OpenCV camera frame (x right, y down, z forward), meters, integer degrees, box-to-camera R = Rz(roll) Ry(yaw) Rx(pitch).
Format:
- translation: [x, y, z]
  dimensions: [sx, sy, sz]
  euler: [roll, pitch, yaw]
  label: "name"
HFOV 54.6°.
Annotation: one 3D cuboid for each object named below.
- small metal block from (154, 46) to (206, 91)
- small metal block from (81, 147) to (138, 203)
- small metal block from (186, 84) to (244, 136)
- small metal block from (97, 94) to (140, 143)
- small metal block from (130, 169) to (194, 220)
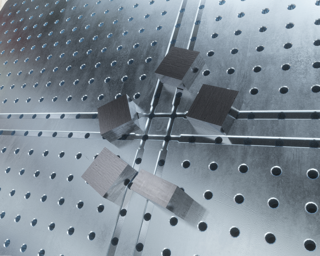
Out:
- translation: [0.029, -0.087, 0.447]
  dimensions: [0.050, 0.025, 0.050]
  euler: [23, 74, 36]
  label: "small metal block"
- translation: [-0.067, 0.061, 0.407]
  dimensions: [0.050, 0.025, 0.050]
  euler: [30, 78, 38]
  label: "small metal block"
- translation: [0.068, -0.024, 0.387]
  dimensions: [0.050, 0.025, 0.050]
  euler: [18, 71, 35]
  label: "small metal block"
- translation: [-0.061, -0.014, 0.450]
  dimensions: [0.050, 0.025, 0.050]
  euler: [-25, 53, 13]
  label: "small metal block"
- translation: [0.003, 0.074, 0.346]
  dimensions: [0.050, 0.050, 0.025]
  euler: [20, 72, 35]
  label: "small metal block"
